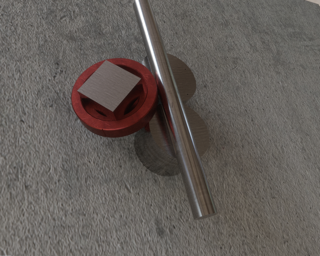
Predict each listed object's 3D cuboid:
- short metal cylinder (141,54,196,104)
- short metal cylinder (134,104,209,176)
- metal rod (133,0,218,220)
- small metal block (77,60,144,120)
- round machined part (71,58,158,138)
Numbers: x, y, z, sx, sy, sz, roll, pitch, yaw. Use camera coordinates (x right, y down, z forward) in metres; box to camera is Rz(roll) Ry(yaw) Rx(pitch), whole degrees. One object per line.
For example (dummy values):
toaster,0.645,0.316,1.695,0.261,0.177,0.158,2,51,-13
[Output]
short metal cylinder,0.002,-0.057,0.425,0.081,0.050,0.080,14,56,-21
short metal cylinder,0.014,0.014,0.388,0.081,0.050,0.080,14,55,-20
metal rod,0.010,-0.042,0.373,0.025,0.025,0.299,-1,62,-29
small metal block,-0.055,-0.042,0.349,0.050,0.025,0.050,30,69,18
round machined part,-0.051,-0.032,0.370,0.099,0.042,0.098,-2,63,3
